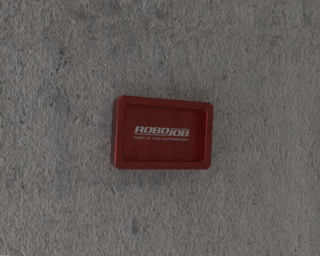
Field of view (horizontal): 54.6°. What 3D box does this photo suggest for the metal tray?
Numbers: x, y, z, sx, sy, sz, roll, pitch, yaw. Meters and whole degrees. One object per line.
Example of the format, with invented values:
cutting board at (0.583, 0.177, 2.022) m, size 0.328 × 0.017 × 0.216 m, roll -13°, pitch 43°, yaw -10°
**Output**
metal tray at (0.004, 0.008, 0.407) m, size 0.131 × 0.030 × 0.090 m, roll 3°, pitch 89°, yaw -20°
